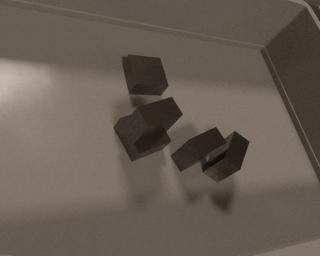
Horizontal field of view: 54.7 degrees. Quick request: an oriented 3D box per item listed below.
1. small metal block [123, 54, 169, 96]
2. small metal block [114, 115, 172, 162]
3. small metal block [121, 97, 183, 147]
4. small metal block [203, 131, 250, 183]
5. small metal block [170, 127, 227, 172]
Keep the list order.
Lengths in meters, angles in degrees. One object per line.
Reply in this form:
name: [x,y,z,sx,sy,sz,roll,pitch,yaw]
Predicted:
small metal block: [-0.021,-0.075,0.441,0.050,0.025,0.050,-1,62,-29]
small metal block: [-0.022,0.008,0.390,0.050,0.025,0.050,-19,72,-36]
small metal block: [-0.010,-0.007,0.358,0.050,0.050,0.025,-20,73,-36]
small metal block: [0.089,0.039,0.416,0.025,0.050,0.050,36,51,-5]
small metal block: [0.050,0.028,0.401,0.050,0.050,0.025,-22,74,-36]
